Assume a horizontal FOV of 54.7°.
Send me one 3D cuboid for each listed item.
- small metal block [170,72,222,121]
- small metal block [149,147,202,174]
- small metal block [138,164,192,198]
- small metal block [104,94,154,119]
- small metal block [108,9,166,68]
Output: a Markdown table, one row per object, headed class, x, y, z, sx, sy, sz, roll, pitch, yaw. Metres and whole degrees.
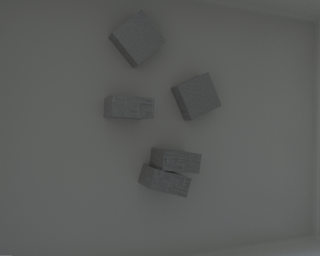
| class | x | y | z | sx | sy | sz | roll | pitch | yaw |
| --- | --- | --- | --- | --- | --- | --- | --- | --- | --- |
| small metal block | 0.050 | -0.043 | 0.430 | 0.050 | 0.025 | 0.050 | -26 | 99 | -18 |
| small metal block | 0.019 | 0.042 | 0.405 | 0.050 | 0.050 | 0.025 | 8 | 88 | -20 |
| small metal block | 0.005 | 0.068 | 0.400 | 0.050 | 0.050 | 0.025 | 18 | 84 | -20 |
| small metal block | -0.040 | -0.025 | 0.383 | 0.050 | 0.050 | 0.025 | 3 | 89 | -20 |
| small metal block | -0.029 | -0.114 | 0.400 | 0.050 | 0.025 | 0.050 | -43 | 104 | -15 |
